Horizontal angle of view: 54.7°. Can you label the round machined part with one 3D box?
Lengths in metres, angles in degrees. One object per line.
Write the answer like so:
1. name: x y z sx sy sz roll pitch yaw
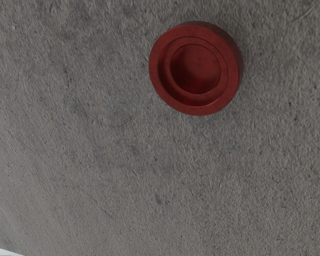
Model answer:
1. round machined part: 0.041 -0.065 0.334 0.098 0.042 0.097 13 124 21
